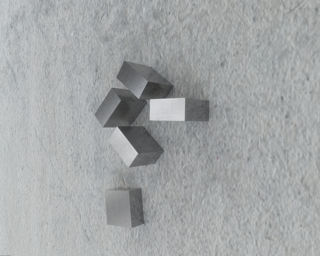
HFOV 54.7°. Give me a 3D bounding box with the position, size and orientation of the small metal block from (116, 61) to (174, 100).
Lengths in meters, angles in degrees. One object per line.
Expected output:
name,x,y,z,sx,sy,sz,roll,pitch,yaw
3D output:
small metal block,-0.019,-0.060,0.403,0.050,0.050,0.025,44,117,30

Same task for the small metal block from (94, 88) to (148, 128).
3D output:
small metal block,-0.054,-0.027,0.431,0.050,0.050,0.025,-51,60,27

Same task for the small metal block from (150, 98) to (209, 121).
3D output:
small metal block,0.024,-0.021,0.368,0.050,0.050,0.025,2,91,39

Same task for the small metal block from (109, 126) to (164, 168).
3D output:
small metal block,-0.031,0.024,0.412,0.050,0.050,0.025,49,119,28

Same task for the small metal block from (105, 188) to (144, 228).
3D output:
small metal block,-0.052,0.113,0.445,0.050,0.025,0.050,-8,85,39
